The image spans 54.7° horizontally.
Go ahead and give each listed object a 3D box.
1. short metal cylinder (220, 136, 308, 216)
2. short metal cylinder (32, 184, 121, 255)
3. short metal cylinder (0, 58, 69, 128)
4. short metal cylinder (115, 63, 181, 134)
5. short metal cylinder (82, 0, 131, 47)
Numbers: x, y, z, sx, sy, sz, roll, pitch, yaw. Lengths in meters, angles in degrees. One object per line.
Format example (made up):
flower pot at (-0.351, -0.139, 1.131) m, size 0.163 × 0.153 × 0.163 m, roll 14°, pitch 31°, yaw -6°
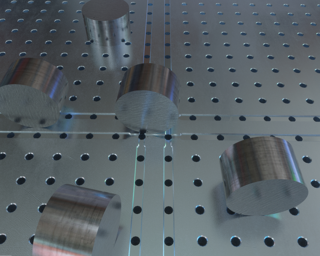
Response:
short metal cylinder at (0.107, 0.053, 0.329) m, size 0.081 × 0.080 × 0.050 m, roll -1°, pitch 50°, yaw -1°
short metal cylinder at (-0.073, 0.097, 0.290) m, size 0.050 × 0.080 × 0.080 m, roll 10°, pitch 51°, yaw 8°
short metal cylinder at (-0.167, -0.045, 0.407) m, size 0.081 × 0.080 × 0.050 m, roll 2°, pitch 50°, yaw 1°
short metal cylinder at (-0.014, -0.037, 0.403) m, size 0.080 × 0.080 × 0.050 m, roll 4°, pitch 50°, yaw 3°
short metal cylinder at (-0.093, -0.189, 0.549) m, size 0.081 × 0.050 × 0.080 m, roll 0°, pitch 50°, yaw 0°
